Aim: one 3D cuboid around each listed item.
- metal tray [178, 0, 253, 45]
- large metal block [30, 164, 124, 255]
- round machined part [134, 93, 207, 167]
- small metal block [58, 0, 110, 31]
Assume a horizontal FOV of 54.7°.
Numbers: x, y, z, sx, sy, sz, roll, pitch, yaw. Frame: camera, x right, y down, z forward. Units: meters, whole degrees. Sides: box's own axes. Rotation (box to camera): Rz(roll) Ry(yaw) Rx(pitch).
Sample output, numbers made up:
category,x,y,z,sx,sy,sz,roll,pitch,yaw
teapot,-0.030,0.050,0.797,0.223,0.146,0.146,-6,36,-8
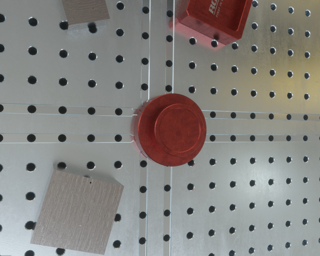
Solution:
category,x,y,z,sx,sy,sz,roll,pitch,yaw
metal tray,0.088,-0.197,0.441,0.091,0.030,0.129,20,83,-19
large metal block,-0.097,0.094,0.364,0.081,0.050,0.080,18,84,-19
round machined part,0.019,0.003,0.410,0.099,0.042,0.097,0,90,-20
small metal block,-0.094,-0.150,0.378,0.050,0.025,0.050,-17,96,-19
